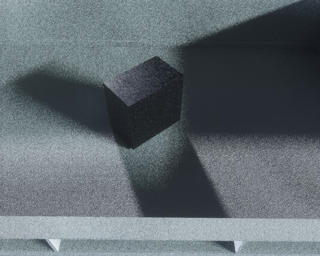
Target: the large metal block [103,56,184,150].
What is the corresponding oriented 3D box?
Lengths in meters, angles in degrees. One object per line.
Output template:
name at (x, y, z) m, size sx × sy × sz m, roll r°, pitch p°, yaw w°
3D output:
large metal block at (-0.019, -0.032, 0.392) m, size 0.081 × 0.080 × 0.050 m, roll -33°, pitch 58°, yaw -25°
